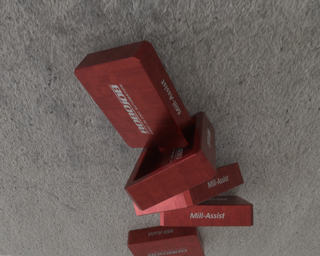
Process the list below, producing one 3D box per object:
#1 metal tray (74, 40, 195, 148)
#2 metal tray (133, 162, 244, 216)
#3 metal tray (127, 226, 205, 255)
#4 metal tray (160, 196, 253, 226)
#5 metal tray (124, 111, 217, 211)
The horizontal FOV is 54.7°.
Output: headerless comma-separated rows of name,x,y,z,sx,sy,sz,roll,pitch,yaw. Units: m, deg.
metal tray,-0.025,-0.030,0.356,0.090,0.030,0.130,-3,135,33
metal tray,0.039,0.078,0.405,0.090,0.030,0.131,-22,169,40
metal tray,0.013,0.225,0.595,0.131,0.030,0.090,-12,129,10
metal tray,0.065,0.125,0.474,0.131,0.090,0.030,0,86,-1
metal tray,0.017,0.032,0.360,0.090,0.130,0.030,-29,103,18
